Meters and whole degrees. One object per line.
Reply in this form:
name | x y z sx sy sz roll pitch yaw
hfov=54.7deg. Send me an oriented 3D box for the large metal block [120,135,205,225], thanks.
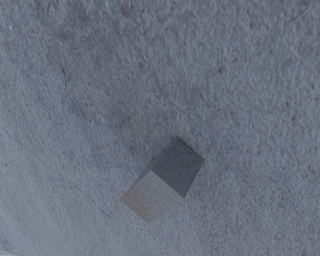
large metal block | 0.004 0.068 0.410 0.050 0.080 0.080 42 129 -1
